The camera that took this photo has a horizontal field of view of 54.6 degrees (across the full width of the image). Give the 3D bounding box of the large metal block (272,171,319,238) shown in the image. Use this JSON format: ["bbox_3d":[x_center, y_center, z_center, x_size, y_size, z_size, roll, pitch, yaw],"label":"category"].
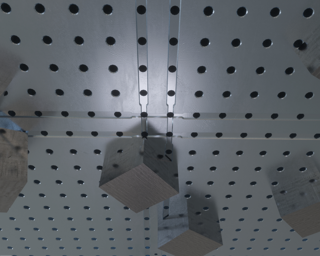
[{"bbox_3d":[0.244,0.126,0.504,0.080,0.050,0.080,-33,123,25],"label":"large metal block"}]

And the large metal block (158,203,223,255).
[{"bbox_3d":[0.052,0.190,0.557,0.080,0.050,0.080,32,123,-25],"label":"large metal block"}]

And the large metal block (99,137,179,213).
[{"bbox_3d":[-0.029,0.072,0.456,0.080,0.050,0.080,-31,124,23],"label":"large metal block"}]

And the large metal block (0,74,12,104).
[{"bbox_3d":[-0.236,-0.036,0.363,0.080,0.050,0.080,29,124,-22],"label":"large metal block"}]

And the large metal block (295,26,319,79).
[{"bbox_3d":[0.209,-0.082,0.327,0.080,0.050,0.080,24,126,-19],"label":"large metal block"}]

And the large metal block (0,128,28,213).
[{"bbox_3d":[-0.217,0.056,0.414,0.050,0.080,0.080,16,131,-36],"label":"large metal block"}]
